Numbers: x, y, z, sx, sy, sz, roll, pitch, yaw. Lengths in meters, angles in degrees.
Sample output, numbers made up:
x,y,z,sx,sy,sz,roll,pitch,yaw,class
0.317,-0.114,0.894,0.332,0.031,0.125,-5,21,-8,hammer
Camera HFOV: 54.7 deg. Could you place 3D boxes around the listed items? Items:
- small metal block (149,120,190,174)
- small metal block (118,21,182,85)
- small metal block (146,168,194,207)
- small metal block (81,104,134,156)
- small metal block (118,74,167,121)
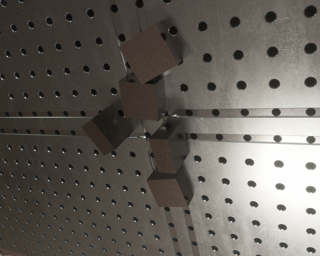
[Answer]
x,y,z,sx,sy,sz,roll,pitch,yaw,class
0.014,0.023,0.401,0.025,0.050,0.050,-1,118,28,small metal block
-0.010,-0.086,0.356,0.050,0.025,0.050,-26,105,24,small metal block
0.015,0.089,0.457,0.050,0.025,0.050,-9,114,32,small metal block
-0.072,0.002,0.432,0.025,0.050,0.050,-29,102,37,small metal block
-0.021,-0.039,0.397,0.050,0.025,0.050,8,122,23,small metal block
